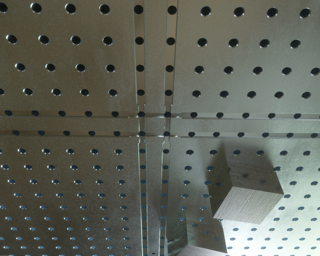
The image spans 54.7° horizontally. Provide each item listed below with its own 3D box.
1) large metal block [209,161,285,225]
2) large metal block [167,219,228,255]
[{"bbox_3d":[0.131,0.102,0.485,0.081,0.050,0.079,11,129,-10],"label":"large metal block"},{"bbox_3d":[0.068,0.225,0.589,0.081,0.050,0.079,19,128,-16],"label":"large metal block"}]
